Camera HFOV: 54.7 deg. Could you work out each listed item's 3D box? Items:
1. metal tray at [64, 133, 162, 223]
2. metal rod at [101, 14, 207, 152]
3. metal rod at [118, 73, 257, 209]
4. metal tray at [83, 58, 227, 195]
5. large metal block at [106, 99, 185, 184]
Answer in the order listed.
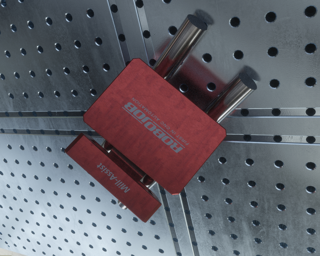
[{"bbox_3d":[-0.060,0.062,0.410,0.130,0.030,0.090,42,173,-2],"label":"metal tray"},{"bbox_3d":[-0.036,-0.021,0.416,0.025,0.025,0.298,40,129,0],"label":"metal rod"},{"bbox_3d":[0.017,0.037,0.424,0.025,0.025,0.298,41,129,0],"label":"metal rod"},{"bbox_3d":[-0.005,-0.002,0.341,0.130,0.030,0.090,40,85,0],"label":"metal tray"},{"bbox_3d":[-0.016,0.016,0.392,0.050,0.080,0.080,41,129,0],"label":"large metal block"}]
